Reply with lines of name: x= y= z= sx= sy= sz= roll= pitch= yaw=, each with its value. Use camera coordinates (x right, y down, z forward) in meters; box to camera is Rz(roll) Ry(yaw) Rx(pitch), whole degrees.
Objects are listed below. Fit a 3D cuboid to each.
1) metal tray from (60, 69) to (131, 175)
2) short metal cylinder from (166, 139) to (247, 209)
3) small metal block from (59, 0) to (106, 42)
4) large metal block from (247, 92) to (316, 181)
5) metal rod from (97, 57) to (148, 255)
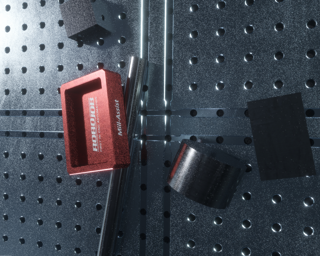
metal tray: x=-0.091 y=-0.006 z=0.423 sx=0.090 sy=0.030 sz=0.129 roll=-12 pitch=81 yaw=33
short metal cylinder: x=0.054 y=0.052 z=0.364 sx=0.080 sy=0.080 sz=0.050 roll=25 pitch=98 yaw=18
small metal block: x=-0.113 y=-0.161 z=0.451 sx=0.050 sy=0.025 sz=0.050 roll=-18 pitch=84 yaw=18
large metal block: x=0.130 y=0.009 z=0.337 sx=0.050 sy=0.080 sz=0.080 roll=-10 pitch=87 yaw=19
metal rod: x=-0.054 y=0.052 z=0.430 sx=0.025 sy=0.025 sz=0.298 roll=11 pitch=94 yaw=19
